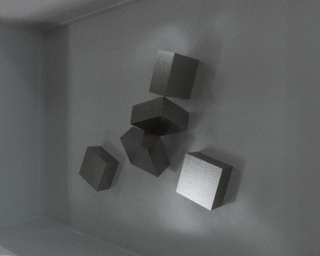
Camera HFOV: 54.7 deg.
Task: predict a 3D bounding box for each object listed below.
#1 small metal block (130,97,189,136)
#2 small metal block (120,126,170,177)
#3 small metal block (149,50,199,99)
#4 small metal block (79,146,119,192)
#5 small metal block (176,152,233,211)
[{"bbox_3d":[0.000,-0.012,0.385,0.050,0.050,0.025,-13,61,39],"label":"small metal block"},{"bbox_3d":[-0.019,0.031,0.404,0.050,0.025,0.050,20,142,38],"label":"small metal block"},{"bbox_3d":[0.018,-0.063,0.374,0.025,0.050,0.050,21,103,38],"label":"small metal block"},{"bbox_3d":[-0.096,0.063,0.483,0.050,0.025,0.050,34,111,34],"label":"small metal block"},{"bbox_3d":[0.051,0.060,0.363,0.050,0.025,0.050,22,104,37],"label":"small metal block"}]
